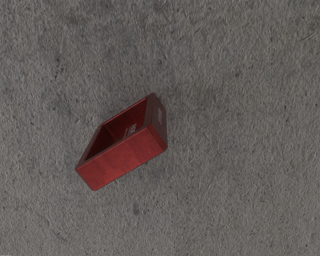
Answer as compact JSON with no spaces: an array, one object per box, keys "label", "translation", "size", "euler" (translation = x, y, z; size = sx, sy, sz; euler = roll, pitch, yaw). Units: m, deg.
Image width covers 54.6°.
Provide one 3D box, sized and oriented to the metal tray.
[{"label":"metal tray","translation":[-0.038,0.009,0.357],"size":[0.090,0.130,0.030],"euler":[-31,107,11]}]
